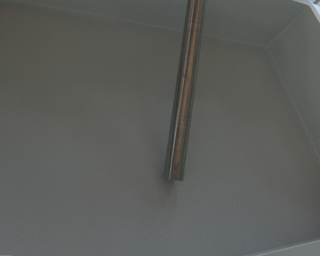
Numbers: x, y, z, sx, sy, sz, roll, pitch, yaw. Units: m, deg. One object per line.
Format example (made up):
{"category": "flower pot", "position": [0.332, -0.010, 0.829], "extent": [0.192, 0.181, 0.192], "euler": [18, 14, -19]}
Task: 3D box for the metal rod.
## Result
{"category": "metal rod", "position": [0.037, -0.083, 0.398], "extent": [0.025, 0.025, 0.299], "euler": [11, 81, -22]}
